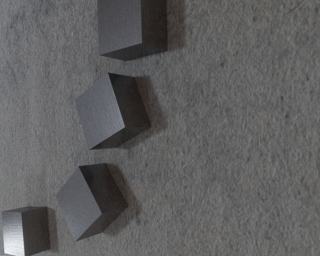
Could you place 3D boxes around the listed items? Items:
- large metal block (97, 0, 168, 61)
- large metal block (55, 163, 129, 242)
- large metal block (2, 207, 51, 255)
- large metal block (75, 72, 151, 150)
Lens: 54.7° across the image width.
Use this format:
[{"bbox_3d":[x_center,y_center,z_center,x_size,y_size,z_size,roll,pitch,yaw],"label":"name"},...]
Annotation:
[{"bbox_3d":[-0.038,-0.141,0.418,0.080,0.050,0.079,-3,88,39],"label":"large metal block"},{"bbox_3d":[-0.106,0.112,0.473,0.080,0.050,0.080,-48,62,29],"label":"large metal block"},{"bbox_3d":[-0.260,0.198,0.599,0.080,0.050,0.080,-12,83,39],"label":"large metal block"},{"bbox_3d":[-0.069,-0.022,0.443,0.080,0.050,0.080,-30,72,35],"label":"large metal block"}]
